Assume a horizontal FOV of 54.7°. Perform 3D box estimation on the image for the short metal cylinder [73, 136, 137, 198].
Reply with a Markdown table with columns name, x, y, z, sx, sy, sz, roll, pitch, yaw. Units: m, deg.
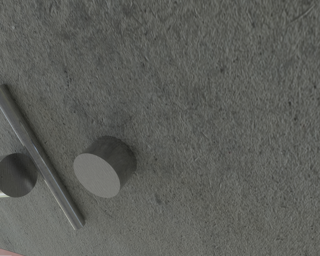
| name | x | y | z | sx | sy | sz | roll | pitch | yaw |
| --- | --- | --- | --- | --- | --- | --- | --- | --- | --- |
| short metal cylinder | -0.082 | 0.059 | 0.470 | 0.080 | 0.050 | 0.079 | 13 | 124 | 21 |

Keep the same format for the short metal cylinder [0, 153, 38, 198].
| name | x | y | z | sx | sy | sz | roll | pitch | yaw |
| --- | --- | --- | --- | --- | --- | --- | --- | --- | --- |
| short metal cylinder | -0.277 | 0.089 | 0.572 | 0.050 | 0.080 | 0.080 | -11 | 113 | 33 |

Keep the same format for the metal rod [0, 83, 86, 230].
| name | x | y | z | sx | sy | sz | roll | pitch | yaw |
| --- | --- | --- | --- | --- | --- | --- | --- | --- | --- |
| metal rod | -0.212 | 0.062 | 0.556 | 0.025 | 0.025 | 0.299 | -10 | 114 | 32 |
